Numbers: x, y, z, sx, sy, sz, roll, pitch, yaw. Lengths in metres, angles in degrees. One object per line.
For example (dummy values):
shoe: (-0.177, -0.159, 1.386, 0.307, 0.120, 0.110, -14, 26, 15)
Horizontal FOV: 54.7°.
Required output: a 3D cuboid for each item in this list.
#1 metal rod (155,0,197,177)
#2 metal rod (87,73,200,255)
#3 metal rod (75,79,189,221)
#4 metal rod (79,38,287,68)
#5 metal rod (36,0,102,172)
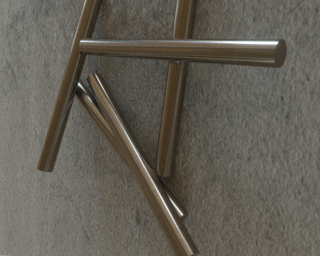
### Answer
metal rod: (0.024, -0.088, 0.383, 0.025, 0.025, 0.298, 12, 98, 39)
metal rod: (-0.036, 0.031, 0.410, 0.025, 0.025, 0.299, -51, 54, 28)
metal rod: (-0.062, 0.016, 0.454, 0.300, 0.025, 0.025, 48, 118, 29)
metal rod: (-0.003, -0.095, 0.372, 0.300, 0.025, 0.025, 15, 100, 41)
metal rod: (-0.140, -0.077, 0.487, 0.025, 0.025, 0.298, 18, 92, 38)
